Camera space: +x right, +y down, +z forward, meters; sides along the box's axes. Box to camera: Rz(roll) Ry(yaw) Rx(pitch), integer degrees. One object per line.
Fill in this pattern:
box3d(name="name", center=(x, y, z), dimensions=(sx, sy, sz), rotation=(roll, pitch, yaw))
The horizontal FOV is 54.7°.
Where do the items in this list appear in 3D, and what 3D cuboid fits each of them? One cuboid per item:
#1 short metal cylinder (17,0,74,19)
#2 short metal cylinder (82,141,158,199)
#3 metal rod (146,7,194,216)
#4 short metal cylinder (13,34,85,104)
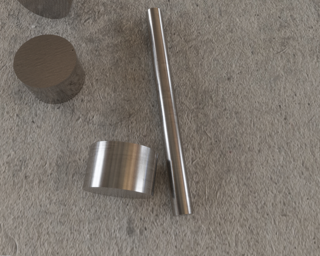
box3d(name="short metal cylinder", center=(-0.166, -0.207, 0.453), dimensions=(0.080, 0.080, 0.050), rotation=(9, 70, 3))
box3d(name="short metal cylinder", center=(-0.045, 0.051, 0.360), dimensions=(0.080, 0.080, 0.050), rotation=(5, 70, 2))
box3d(name="metal rod", center=(0.009, -0.035, 0.420), dimensions=(0.025, 0.025, 0.299), rotation=(-7, 70, -3))
box3d(name="short metal cylinder", center=(-0.148, -0.079, 0.423), dimensions=(0.081, 0.050, 0.080), rotation=(0, 70, 0))
